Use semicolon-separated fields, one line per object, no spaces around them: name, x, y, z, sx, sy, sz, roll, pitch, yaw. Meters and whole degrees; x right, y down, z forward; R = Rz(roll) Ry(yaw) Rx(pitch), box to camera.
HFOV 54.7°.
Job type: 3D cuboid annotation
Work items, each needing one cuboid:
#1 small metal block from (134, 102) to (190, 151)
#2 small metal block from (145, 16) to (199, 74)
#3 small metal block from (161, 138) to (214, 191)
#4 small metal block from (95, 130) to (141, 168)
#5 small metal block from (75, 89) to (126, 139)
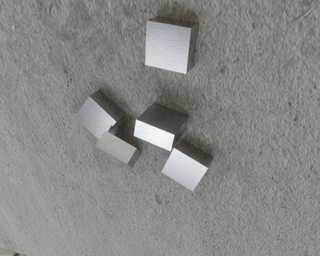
small metal block;0.003;-0.003;0.387;0.050;0.050;0.025;22;127;15
small metal block;0.012;-0.092;0.343;0.050;0.025;0.050;16;125;19
small metal block;0.037;0.050;0.419;0.050;0.025;0.050;31;128;8
small metal block;-0.057;0.031;0.439;0.050;0.025;0.050;29;170;9
small metal block;-0.085;-0.018;0.441;0.050;0.025;0.050;44;129;-2
